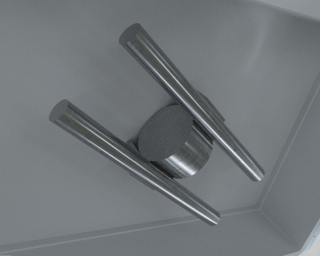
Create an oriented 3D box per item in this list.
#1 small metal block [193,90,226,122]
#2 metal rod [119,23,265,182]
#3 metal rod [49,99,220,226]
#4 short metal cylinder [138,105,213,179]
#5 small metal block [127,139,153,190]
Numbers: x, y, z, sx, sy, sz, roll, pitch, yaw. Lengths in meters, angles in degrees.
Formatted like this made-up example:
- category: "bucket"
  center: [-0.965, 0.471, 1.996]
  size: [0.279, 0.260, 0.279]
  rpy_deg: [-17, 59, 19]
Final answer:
- category: "small metal block"
  center: [0.051, -0.026, 0.403]
  size: [0.025, 0.050, 0.050]
  rpy_deg: [-45, 130, 3]
- category: "metal rod"
  center: [0.059, -0.007, 0.372]
  size: [0.025, 0.025, 0.300]
  rpy_deg: [-46, 130, 3]
- category: "metal rod"
  center: [-0.006, 0.061, 0.379]
  size: [0.025, 0.025, 0.300]
  rpy_deg: [-46, 129, 3]
- category: "short metal cylinder"
  center: [0.020, 0.018, 0.394]
  size: [0.080, 0.080, 0.050]
  rpy_deg: [-45, 130, 3]
- category: "small metal block"
  center: [-0.024, 0.049, 0.409]
  size: [0.025, 0.050, 0.050]
  rpy_deg: [-45, 130, 3]
